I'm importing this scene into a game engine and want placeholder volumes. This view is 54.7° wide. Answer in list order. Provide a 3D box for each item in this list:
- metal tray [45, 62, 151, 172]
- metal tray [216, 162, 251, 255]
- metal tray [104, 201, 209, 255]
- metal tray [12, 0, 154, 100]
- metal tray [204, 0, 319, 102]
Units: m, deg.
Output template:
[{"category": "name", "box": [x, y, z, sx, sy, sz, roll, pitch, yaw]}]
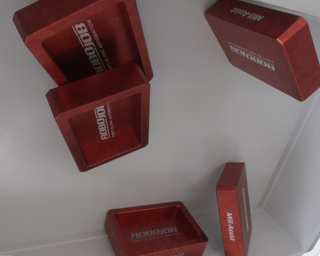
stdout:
[{"category": "metal tray", "box": [-0.058, -0.005, 0.334, 0.091, 0.030, 0.129, -22, 154, -15]}, {"category": "metal tray", "box": [0.120, 0.130, 0.492, 0.090, 0.030, 0.129, -41, 124, -61]}, {"category": "metal tray", "box": [-0.006, 0.155, 0.459, 0.131, 0.090, 0.030, 1, 118, -29]}, {"category": "metal tray", "box": [-0.060, -0.070, 0.290, 0.090, 0.030, 0.130, -30, 156, -7]}, {"category": "metal tray", "box": [0.112, -0.091, 0.345, 0.030, 0.130, 0.090, -42, 129, 1]}]
